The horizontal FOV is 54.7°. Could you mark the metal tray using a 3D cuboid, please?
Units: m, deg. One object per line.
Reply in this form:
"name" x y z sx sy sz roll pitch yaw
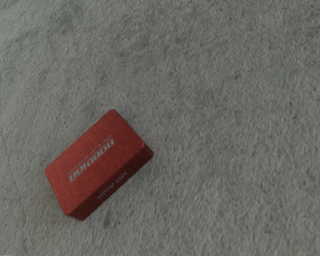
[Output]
"metal tray" -0.084 0.046 0.414 0.130 0.030 0.090 -42 51 -2
